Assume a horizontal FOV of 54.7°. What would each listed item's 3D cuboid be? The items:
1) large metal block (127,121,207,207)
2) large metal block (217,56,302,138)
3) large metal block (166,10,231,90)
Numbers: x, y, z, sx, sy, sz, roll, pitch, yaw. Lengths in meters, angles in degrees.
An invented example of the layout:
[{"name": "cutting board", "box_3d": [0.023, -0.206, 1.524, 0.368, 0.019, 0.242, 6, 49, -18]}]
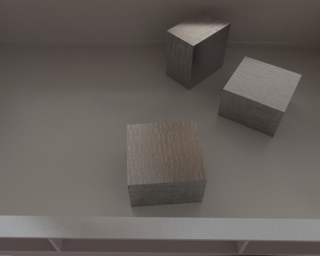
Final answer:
[{"name": "large metal block", "box_3d": [0.005, 0.040, 0.355, 0.081, 0.050, 0.080, -3, 50, -3]}, {"name": "large metal block", "box_3d": [0.136, -0.045, 0.427, 0.080, 0.050, 0.080, 25, 54, 19]}, {"name": "large metal block", "box_3d": [0.056, -0.118, 0.469, 0.080, 0.080, 0.050, -37, 59, -27]}]
